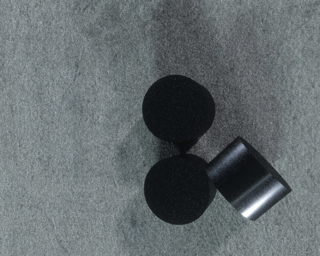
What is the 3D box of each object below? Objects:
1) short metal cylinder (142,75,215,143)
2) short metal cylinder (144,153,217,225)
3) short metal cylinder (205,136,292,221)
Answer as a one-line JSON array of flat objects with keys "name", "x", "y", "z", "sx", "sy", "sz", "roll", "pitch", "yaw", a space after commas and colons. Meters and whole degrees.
[{"name": "short metal cylinder", "x": 0.025, "y": -0.023, "z": 0.386, "sx": 0.080, "sy": 0.050, "sz": 0.079, "roll": 0, "pitch": 90, "yaw": 19}, {"name": "short metal cylinder", "x": 0.027, "y": 0.073, "z": 0.386, "sx": 0.080, "sy": 0.050, "sz": 0.079, "roll": 0, "pitch": 90, "yaw": 19}, {"name": "short metal cylinder", "x": 0.097, "y": 0.055, "z": 0.345, "sx": 0.050, "sy": 0.080, "sz": 0.080, "roll": -46, "pitch": 76, "yaw": 14}]
